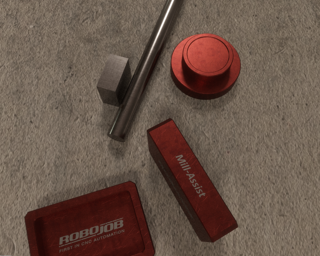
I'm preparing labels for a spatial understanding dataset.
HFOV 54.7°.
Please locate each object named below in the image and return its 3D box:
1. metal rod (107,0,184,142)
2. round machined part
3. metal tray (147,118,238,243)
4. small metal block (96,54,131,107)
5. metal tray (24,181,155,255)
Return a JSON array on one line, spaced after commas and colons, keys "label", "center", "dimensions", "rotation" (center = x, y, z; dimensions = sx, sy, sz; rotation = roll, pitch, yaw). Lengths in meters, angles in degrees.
[{"label": "metal rod", "center": [-0.007, -0.119, 0.451], "dimensions": [0.025, 0.025, 0.300], "rotation": [19, 71, 6]}, {"label": "round machined part", "center": [0.064, -0.092, 0.434], "dimensions": [0.099, 0.042, 0.098], "rotation": [0, 70, -1]}, {"label": "metal tray", "center": [0.030, 0.062, 0.351], "dimensions": [0.030, 0.090, 0.130], "rotation": [-28, 73, -10]}, {"label": "small metal block", "center": [-0.060, -0.063, 0.417], "dimensions": [0.025, 0.050, 0.050], "rotation": [16, 71, 5]}, {"label": "metal tray", "center": [-0.079, 0.124, 0.359], "dimensions": [0.131, 0.030, 0.090], "rotation": [-16, 71, -6]}]
